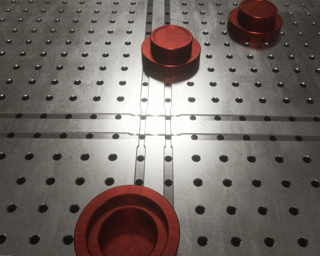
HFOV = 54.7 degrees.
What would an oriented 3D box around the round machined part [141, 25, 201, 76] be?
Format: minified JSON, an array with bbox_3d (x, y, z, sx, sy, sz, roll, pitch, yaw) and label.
[{"bbox_3d":[0.018,-0.133,0.509,0.099,0.042,0.098,0,50,0],"label":"round machined part"}]

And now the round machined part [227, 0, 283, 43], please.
[{"bbox_3d":[0.176,-0.202,0.569,0.099,0.042,0.098,0,50,0],"label":"round machined part"}]

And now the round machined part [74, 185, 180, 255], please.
[{"bbox_3d":[-0.031,0.109,0.305,0.099,0.042,0.098,0,50,0],"label":"round machined part"}]
